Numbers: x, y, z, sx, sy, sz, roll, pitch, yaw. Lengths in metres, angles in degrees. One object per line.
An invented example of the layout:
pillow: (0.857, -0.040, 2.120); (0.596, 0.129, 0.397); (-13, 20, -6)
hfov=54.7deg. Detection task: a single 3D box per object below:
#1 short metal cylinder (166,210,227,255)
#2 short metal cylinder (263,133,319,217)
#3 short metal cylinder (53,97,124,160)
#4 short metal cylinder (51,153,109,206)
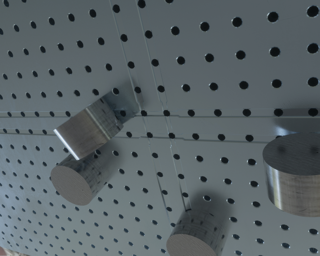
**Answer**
short metal cylinder: (0.057, 0.173, 0.472); (0.080, 0.050, 0.079); (13, 124, 21)
short metal cylinder: (0.152, 0.046, 0.324); (0.080, 0.080, 0.050); (0, 118, 28)
short metal cylinder: (-0.098, 0.000, 0.427); (0.080, 0.080, 0.050); (-26, 104, 37)
short metal cylinder: (-0.132, 0.082, 0.515); (0.080, 0.050, 0.079); (13, 124, 21)
